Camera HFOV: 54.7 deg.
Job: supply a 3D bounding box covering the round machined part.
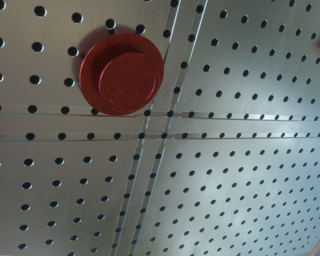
[{"bbox_3d":[-0.039,-0.056,0.344,0.099,0.042,0.097,-14,124,-21],"label":"round machined part"}]
